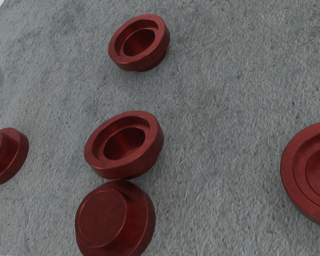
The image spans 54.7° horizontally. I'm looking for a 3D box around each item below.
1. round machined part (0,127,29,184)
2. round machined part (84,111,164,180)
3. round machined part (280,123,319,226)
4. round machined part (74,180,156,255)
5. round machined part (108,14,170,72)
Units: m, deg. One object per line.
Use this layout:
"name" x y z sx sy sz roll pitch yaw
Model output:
"round machined part" -0.270 0.041 0.510 0.098 0.042 0.098 -13 56 21
"round machined part" -0.040 0.026 0.387 0.098 0.042 0.098 -15 39 13
"round machined part" 0.163 0.044 0.280 0.098 0.042 0.098 -13 56 21
"round machined part" -0.058 0.106 0.359 0.098 0.042 0.098 -13 56 21
"round machined part" -0.028 -0.128 0.486 0.098 0.042 0.098 -13 56 21
